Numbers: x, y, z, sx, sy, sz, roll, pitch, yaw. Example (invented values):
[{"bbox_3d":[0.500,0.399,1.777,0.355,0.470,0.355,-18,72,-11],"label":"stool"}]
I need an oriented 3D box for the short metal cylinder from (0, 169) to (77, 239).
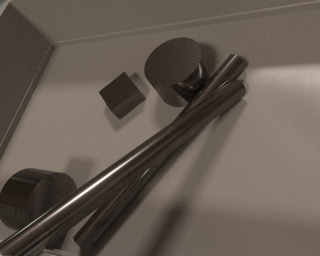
[{"bbox_3d":[-0.151,0.093,0.391,0.050,0.080,0.080,3,63,29],"label":"short metal cylinder"}]

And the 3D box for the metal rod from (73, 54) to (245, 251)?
[{"bbox_3d":[0.004,0.025,0.386,0.300,0.025,0.025,-49,52,-7],"label":"metal rod"}]

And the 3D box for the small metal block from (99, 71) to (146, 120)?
[{"bbox_3d":[-0.057,-0.049,0.464,0.050,0.025,0.050,-39,51,2],"label":"small metal block"}]

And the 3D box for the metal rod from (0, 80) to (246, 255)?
[{"bbox_3d":[-0.012,0.026,0.315,0.302,0.025,0.025,-35,46,-29],"label":"metal rod"}]

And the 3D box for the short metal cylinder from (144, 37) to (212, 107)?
[{"bbox_3d":[0.026,-0.075,0.421,0.080,0.050,0.080,-13,56,20],"label":"short metal cylinder"}]
